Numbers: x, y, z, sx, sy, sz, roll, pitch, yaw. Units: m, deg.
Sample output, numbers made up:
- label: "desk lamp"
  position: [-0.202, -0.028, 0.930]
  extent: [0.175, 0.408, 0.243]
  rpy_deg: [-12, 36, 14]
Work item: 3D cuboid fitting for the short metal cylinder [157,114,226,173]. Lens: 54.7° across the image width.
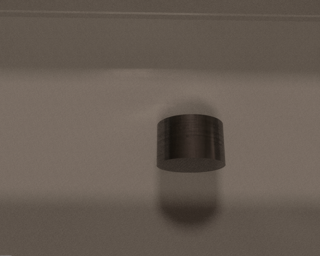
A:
- label: "short metal cylinder"
  position: [0.037, 0.021, 0.373]
  extent: [0.081, 0.080, 0.050]
  rpy_deg: [1, 70, 0]
